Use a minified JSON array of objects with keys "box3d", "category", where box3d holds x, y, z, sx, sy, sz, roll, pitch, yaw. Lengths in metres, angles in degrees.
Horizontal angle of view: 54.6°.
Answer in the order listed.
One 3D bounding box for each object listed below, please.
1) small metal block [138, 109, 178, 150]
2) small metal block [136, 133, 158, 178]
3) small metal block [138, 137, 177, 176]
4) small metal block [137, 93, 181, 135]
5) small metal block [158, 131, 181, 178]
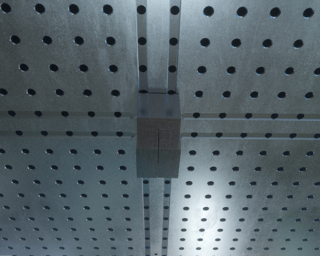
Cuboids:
[{"box3d":[-0.003,0.002,0.413,0.050,0.025,0.050,2,130,0],"category":"small metal block"},{"box3d":[-0.015,0.026,0.384,0.025,0.050,0.050,1,130,-1],"category":"small metal block"},{"box3d":[-0.003,0.039,0.427,0.050,0.050,0.025,1,130,-1],"category":"small metal block"},{"box3d":[-0.001,-0.018,0.379,0.050,0.050,0.025,2,130,-1],"category":"small metal block"},{"box3d":[0.011,0.026,0.385,0.025,0.050,0.050,2,130,0],"category":"small metal block"}]
